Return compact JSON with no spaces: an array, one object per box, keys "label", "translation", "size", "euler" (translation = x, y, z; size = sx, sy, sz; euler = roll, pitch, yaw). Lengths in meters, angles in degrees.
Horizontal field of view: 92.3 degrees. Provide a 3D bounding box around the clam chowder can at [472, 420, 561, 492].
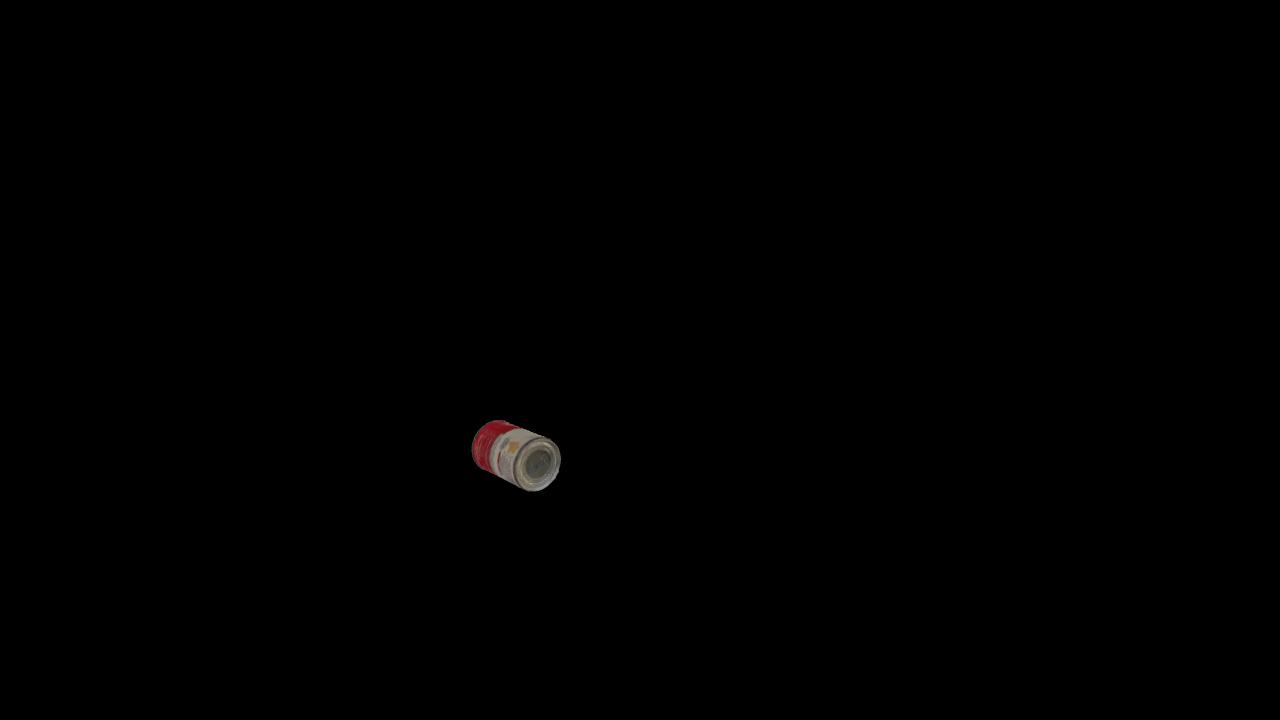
[{"label":"clam chowder can","translation":[-0.153,0.117,0.759],"size":[0.068,0.068,0.102],"euler":[0,8,-43]}]
